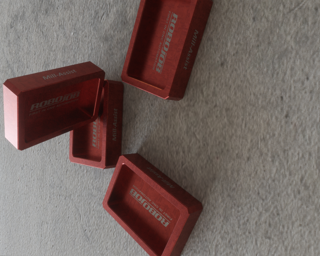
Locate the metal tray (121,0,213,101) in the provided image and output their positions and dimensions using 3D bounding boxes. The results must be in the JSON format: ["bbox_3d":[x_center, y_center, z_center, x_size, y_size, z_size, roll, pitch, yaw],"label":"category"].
[{"bbox_3d":[0.005,-0.109,0.395,0.090,0.030,0.129,27,107,36],"label":"metal tray"}]

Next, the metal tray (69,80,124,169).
[{"bbox_3d":[-0.101,-0.007,0.481,0.090,0.030,0.129,4,93,39],"label":"metal tray"}]

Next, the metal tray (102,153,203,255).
[{"bbox_3d":[-0.016,0.103,0.412,0.130,0.030,0.089,34,111,34],"label":"metal tray"}]

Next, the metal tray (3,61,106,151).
[{"bbox_3d":[-0.137,-0.033,0.415,0.030,0.131,0.089,36,129,23],"label":"metal tray"}]
